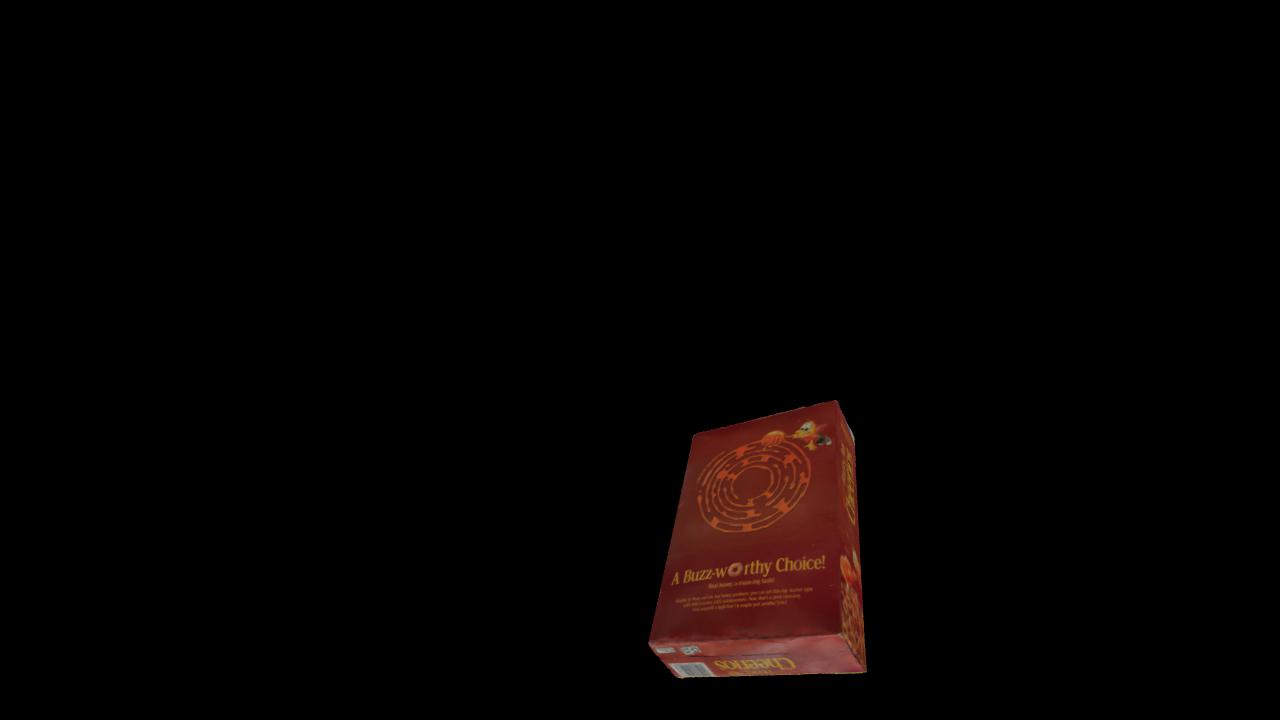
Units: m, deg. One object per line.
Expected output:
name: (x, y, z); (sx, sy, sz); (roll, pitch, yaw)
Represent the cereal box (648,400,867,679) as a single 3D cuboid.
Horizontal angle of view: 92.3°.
cereal box: (0.140, 0.191, 0.698); (0.203, 0.081, 0.306); (-18, 31, 28)
